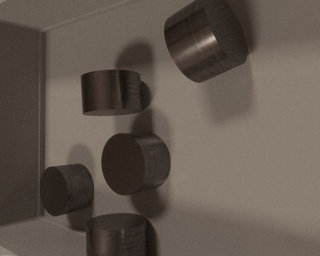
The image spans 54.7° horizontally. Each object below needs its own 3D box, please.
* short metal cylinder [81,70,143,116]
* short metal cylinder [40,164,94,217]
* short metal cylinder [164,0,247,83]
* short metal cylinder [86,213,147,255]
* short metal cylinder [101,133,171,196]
[{"bbox_3d":[-0.065,-0.045,0.423,0.080,0.081,0.050,-6,86,39],"label":"short metal cylinder"},{"bbox_3d":[-0.156,0.101,0.516,0.080,0.050,0.079,0,90,39],"label":"short metal cylinder"},{"bbox_3d":[0.050,-0.094,0.329,0.050,0.081,0.080,-21,77,38],"label":"short metal cylinder"},{"bbox_3d":[-0.058,0.150,0.417,0.080,0.081,0.050,-2,89,39],"label":"short metal cylinder"},{"bbox_3d":[-0.033,0.046,0.416,0.080,0.050,0.079,0,90,39],"label":"short metal cylinder"}]
